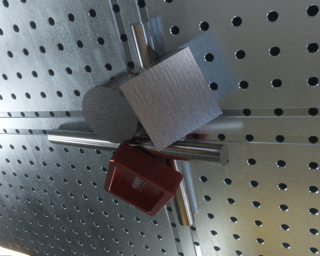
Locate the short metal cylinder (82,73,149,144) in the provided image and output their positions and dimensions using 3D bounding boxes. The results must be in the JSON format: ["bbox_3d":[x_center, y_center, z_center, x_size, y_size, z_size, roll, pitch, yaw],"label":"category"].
[{"bbox_3d":[-0.054,-0.026,0.407,0.080,0.050,0.079,13,124,21],"label":"short metal cylinder"}]

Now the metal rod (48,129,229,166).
[{"bbox_3d":[-0.052,0.022,0.431,0.300,0.025,0.025,4,121,34],"label":"metal rod"}]

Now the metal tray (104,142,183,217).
[{"bbox_3d":[-0.029,0.078,0.438,0.090,0.030,0.129,29,149,2],"label":"metal tray"}]

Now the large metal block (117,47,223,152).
[{"bbox_3d":[0.009,-0.033,0.344,0.080,0.050,0.080,-31,105,-3],"label":"large metal block"}]

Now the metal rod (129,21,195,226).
[{"bbox_3d":[0.009,0.012,0.414,0.025,0.025,0.298,1,119,28],"label":"metal rod"}]
